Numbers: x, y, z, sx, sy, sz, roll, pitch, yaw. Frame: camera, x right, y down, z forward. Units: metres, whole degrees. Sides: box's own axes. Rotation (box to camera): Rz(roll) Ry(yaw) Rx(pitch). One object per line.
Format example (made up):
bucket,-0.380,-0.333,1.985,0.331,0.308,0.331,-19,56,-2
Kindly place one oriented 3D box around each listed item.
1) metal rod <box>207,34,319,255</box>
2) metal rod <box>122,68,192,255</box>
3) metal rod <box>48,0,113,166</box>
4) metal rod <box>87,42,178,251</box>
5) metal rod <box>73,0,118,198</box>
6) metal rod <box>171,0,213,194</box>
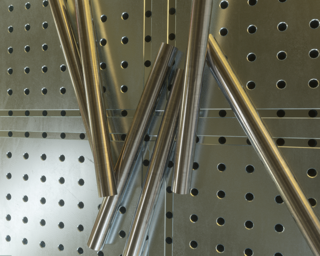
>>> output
metal rod,0.124,0.020,0.368,0.025,0.025,0.299,-30,80,17
metal rod,-0.008,0.069,0.415,0.025,0.025,0.298,18,96,19
metal rod,-0.120,-0.080,0.455,0.025,0.025,0.299,-20,84,19
metal rod,-0.040,0.030,0.427,0.025,0.025,0.299,23,98,18
metal rod,-0.092,-0.056,0.431,0.025,0.025,0.299,-12,81,19
metal rod,0.041,-0.064,0.377,0.025,0.025,0.298,9,101,20
